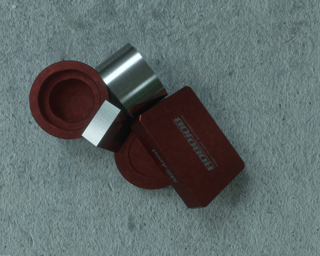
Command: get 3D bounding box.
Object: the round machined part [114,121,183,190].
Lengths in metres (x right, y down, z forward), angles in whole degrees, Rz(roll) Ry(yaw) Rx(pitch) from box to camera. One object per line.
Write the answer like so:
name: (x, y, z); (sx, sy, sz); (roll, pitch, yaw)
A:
round machined part: (-0.011, 0.032, 0.402); (0.099, 0.042, 0.097); (0, 90, -1)

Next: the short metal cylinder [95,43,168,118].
short metal cylinder: (-0.035, -0.057, 0.384); (0.050, 0.080, 0.080); (-38, 90, 0)

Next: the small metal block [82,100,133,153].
small metal block: (-0.060, 0.000, 0.380); (0.025, 0.050, 0.050); (33, 90, 24)

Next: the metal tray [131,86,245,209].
metal tray: (0.037, 0.022, 0.387); (0.091, 0.030, 0.130); (-36, 90, -32)

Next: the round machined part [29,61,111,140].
round machined part: (-0.111, -0.035, 0.401); (0.099, 0.042, 0.097); (0, 90, -1)
